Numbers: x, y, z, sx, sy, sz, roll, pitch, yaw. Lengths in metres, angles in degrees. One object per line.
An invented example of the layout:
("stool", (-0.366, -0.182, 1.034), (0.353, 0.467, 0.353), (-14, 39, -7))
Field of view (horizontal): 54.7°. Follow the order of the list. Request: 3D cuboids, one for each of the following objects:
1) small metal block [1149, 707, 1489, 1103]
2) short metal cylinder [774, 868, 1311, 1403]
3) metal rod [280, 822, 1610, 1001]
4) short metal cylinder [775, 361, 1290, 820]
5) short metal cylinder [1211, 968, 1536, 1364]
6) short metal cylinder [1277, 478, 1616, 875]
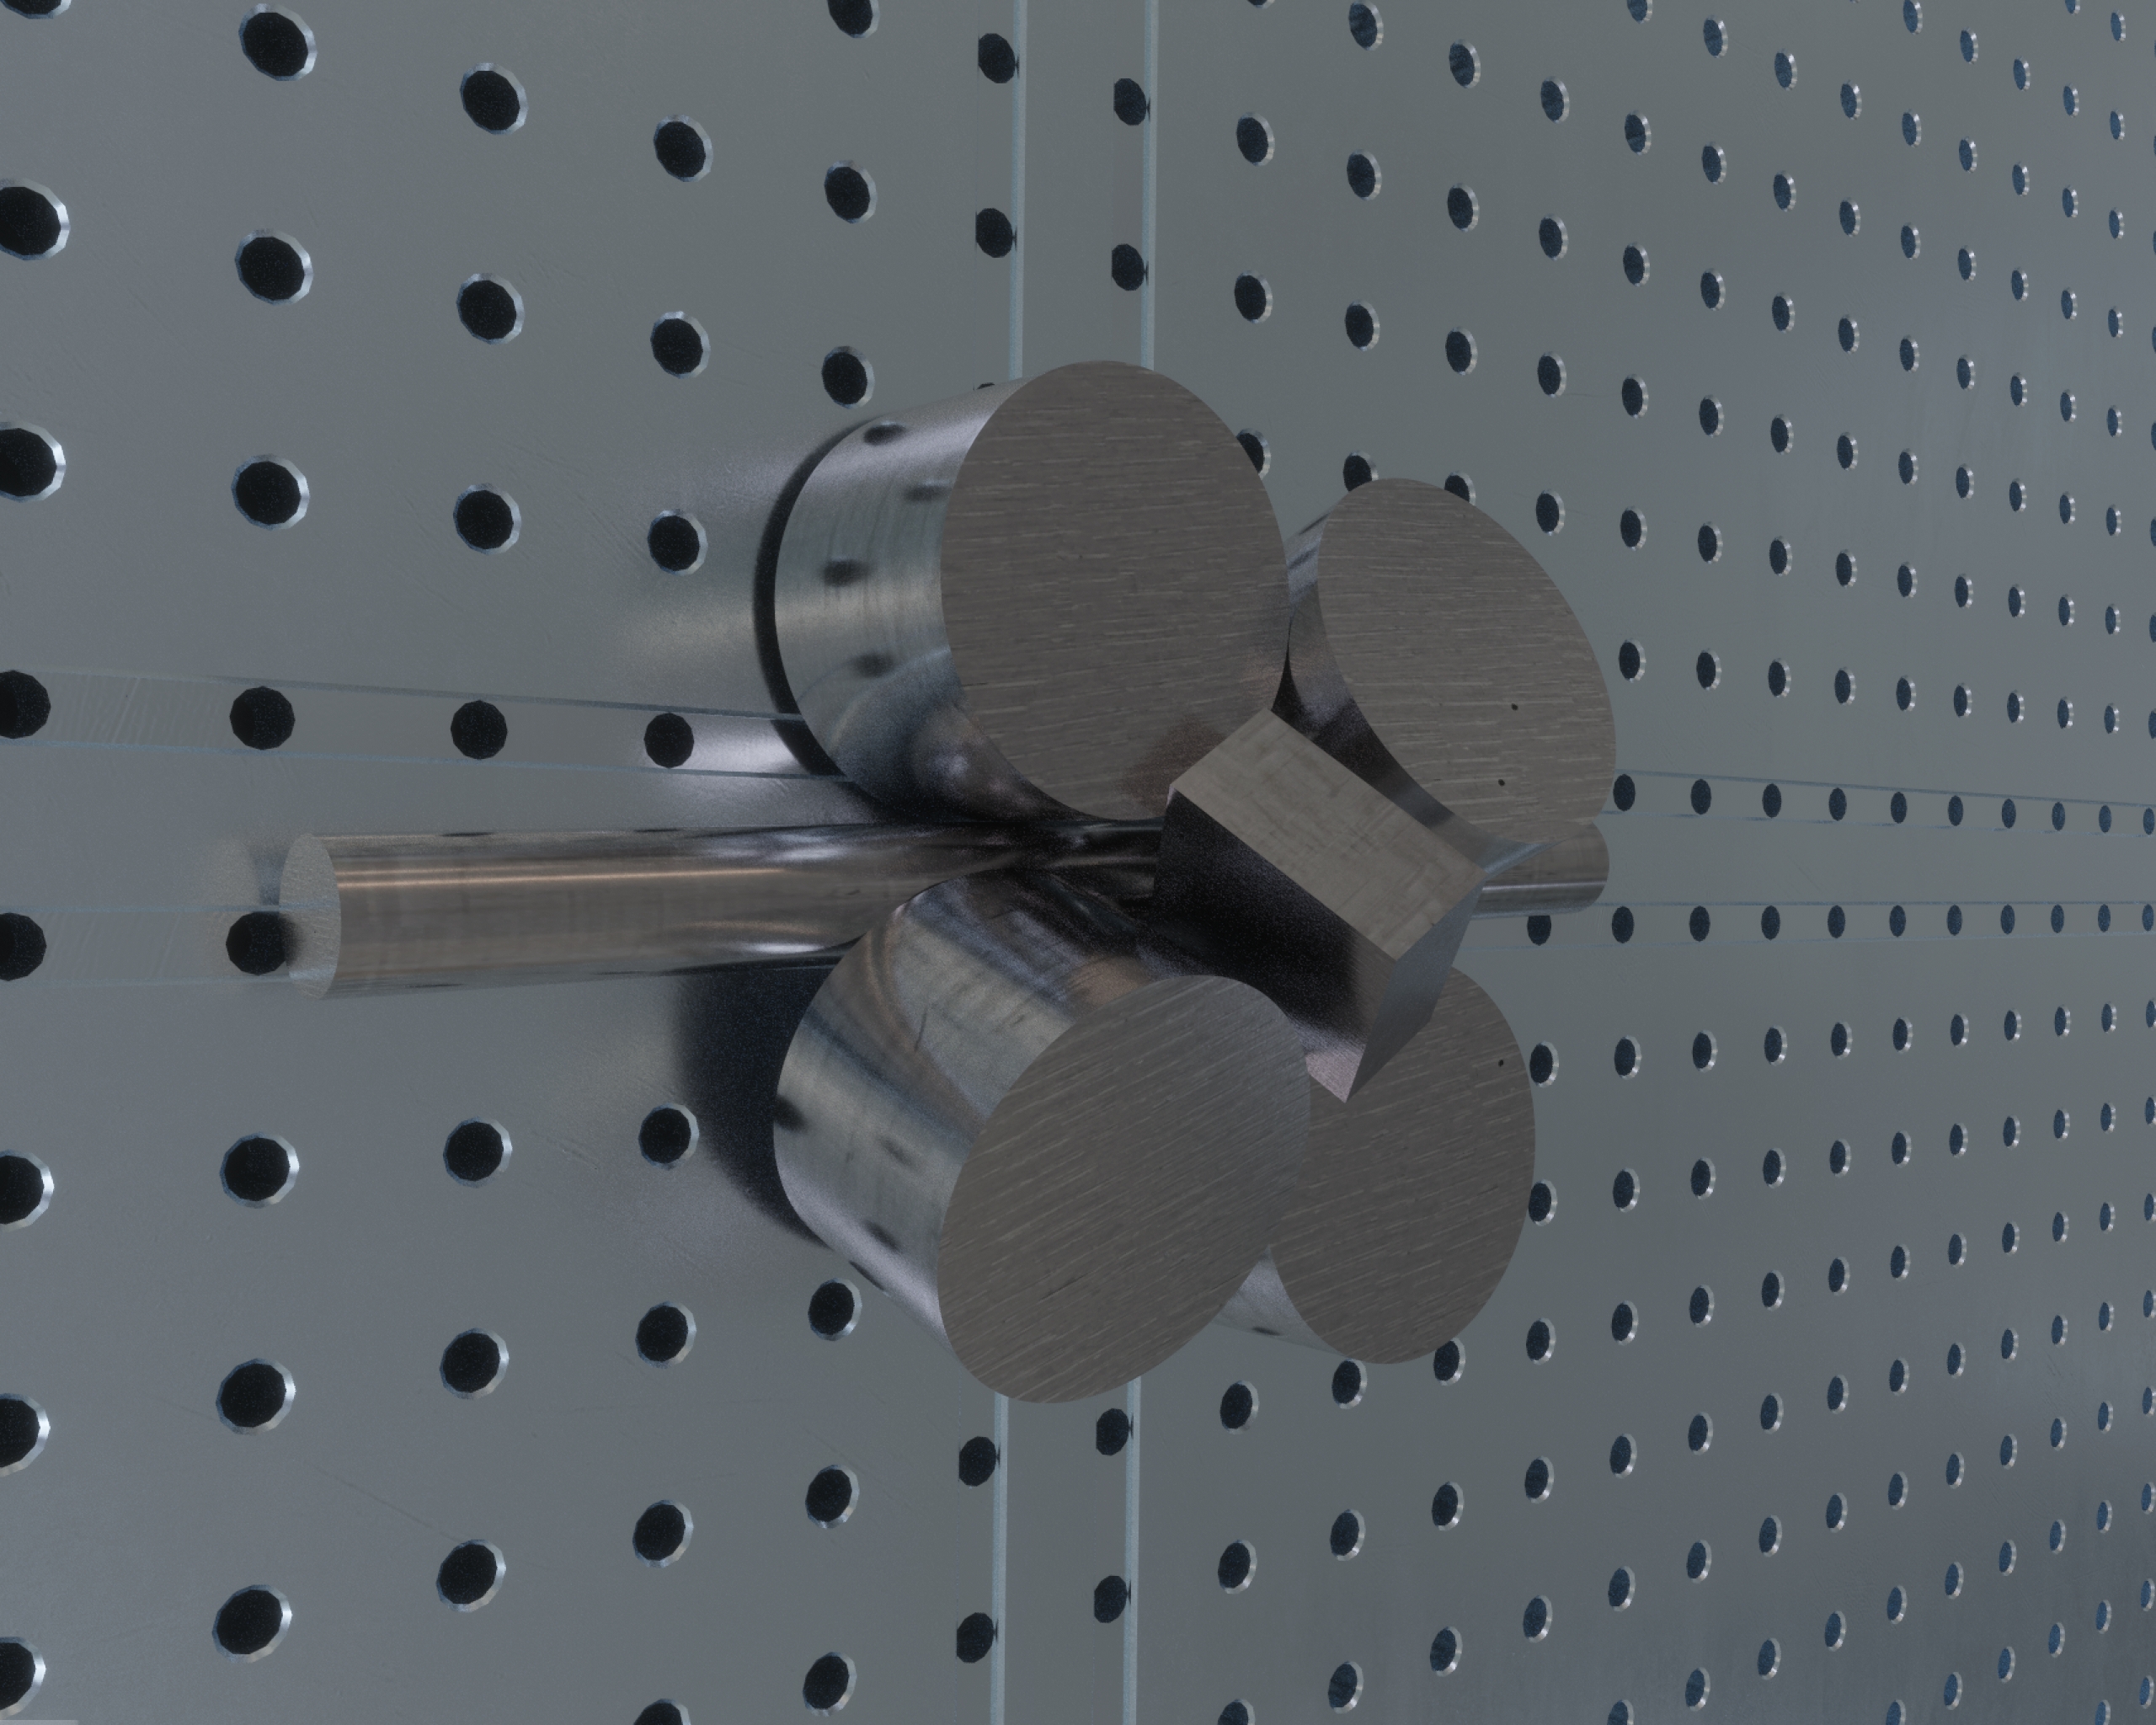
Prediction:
("small metal block", (0.041, 0.008, 0.377), (0.025, 0.050, 0.050), (-40, 157, -27))
("short metal cylinder", (-0.006, 0.047, 0.368), (0.081, 0.050, 0.079), (-19, 122, -33))
("metal rod", (0.002, 0.004, 0.406), (0.302, 0.025, 0.025), (-2, 92, -40))
("short metal cylinder", (-0.007, -0.047, 0.382), (0.081, 0.050, 0.079), (0, 90, -40))
("short metal cylinder", (0.049, 0.058, 0.429), (0.081, 0.050, 0.079), (0, 90, -40))
("short metal cylinder", (0.062, -0.030, 0.423), (0.081, 0.050, 0.080), (19, 56, -31))
